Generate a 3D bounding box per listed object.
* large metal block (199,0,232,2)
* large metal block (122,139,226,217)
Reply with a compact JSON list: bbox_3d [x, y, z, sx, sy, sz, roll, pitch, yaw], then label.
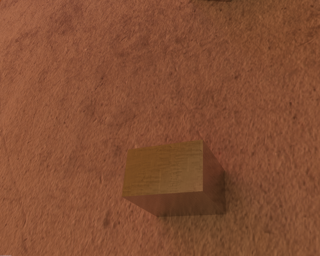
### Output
[{"bbox_3d":[0.089,-0.252,0.495,0.080,0.050,0.080,21,73,35],"label":"large metal block"},{"bbox_3d":[0.018,0.057,0.323,0.080,0.080,0.050,-9,58,23],"label":"large metal block"}]
